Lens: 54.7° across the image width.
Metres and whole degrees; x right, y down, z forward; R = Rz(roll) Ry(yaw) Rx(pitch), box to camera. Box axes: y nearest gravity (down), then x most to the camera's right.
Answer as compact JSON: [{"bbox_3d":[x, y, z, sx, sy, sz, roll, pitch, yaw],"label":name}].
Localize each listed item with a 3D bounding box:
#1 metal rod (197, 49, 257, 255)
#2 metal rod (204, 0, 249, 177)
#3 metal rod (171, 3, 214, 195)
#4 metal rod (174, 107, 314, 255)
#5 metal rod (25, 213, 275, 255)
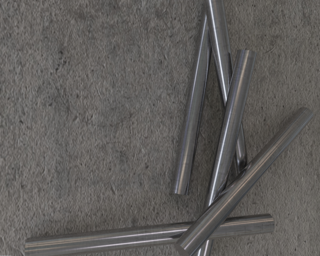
[{"bbox_3d":[0.083,0.048,0.412,0.025,0.025,0.298,9,97,-20],"label":"metal rod"},{"bbox_3d":[0.092,-0.062,0.423,0.025,0.025,0.298,-16,103,-19],"label":"metal rod"},{"bbox_3d":[0.053,-0.059,0.428,0.025,0.025,0.298,12,86,-20],"label":"metal rod"},{"bbox_3d":[0.129,0.059,0.422,0.302,0.025,0.025,-38,103,-29],"label":"metal rod"},{"bbox_3d":[-0.003,0.132,0.382,0.302,0.025,0.025,-2,91,-11],"label":"metal rod"}]
